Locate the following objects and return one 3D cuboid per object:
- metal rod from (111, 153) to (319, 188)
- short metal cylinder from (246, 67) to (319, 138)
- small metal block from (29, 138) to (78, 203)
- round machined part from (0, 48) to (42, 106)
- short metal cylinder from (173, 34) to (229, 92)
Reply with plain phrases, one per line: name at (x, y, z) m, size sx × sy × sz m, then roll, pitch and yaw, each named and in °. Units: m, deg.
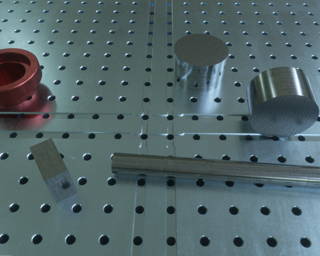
metal rod at (0.095, 0.051, 0.364) m, size 0.302 × 0.025 × 0.025 m, roll 4°, pitch 50°, yaw 3°
short metal cylinder at (0.155, -0.032, 0.399) m, size 0.080 × 0.080 × 0.050 m, roll 3°, pitch 50°, yaw 3°
small metal block at (-0.120, 0.048, 0.350) m, size 0.025 × 0.050 × 0.050 m, roll -26°, pitch 55°, yaw -20°
round machined part at (-0.223, -0.071, 0.455) m, size 0.099 × 0.042 × 0.098 m, roll 0°, pitch 50°, yaw 0°
short metal cylinder at (0.061, -0.101, 0.476) m, size 0.080 × 0.050 × 0.080 m, roll 0°, pitch 50°, yaw 0°
